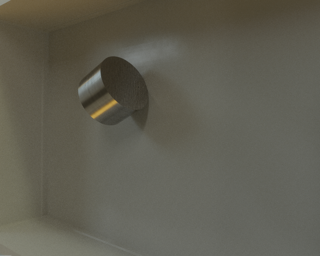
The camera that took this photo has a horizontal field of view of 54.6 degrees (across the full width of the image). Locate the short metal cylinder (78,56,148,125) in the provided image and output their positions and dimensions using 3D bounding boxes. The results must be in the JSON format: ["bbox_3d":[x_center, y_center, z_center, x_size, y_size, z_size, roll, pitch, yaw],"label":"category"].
[{"bbox_3d":[-0.063,-0.050,0.424,0.050,0.081,0.080,-30,72,36],"label":"short metal cylinder"}]
